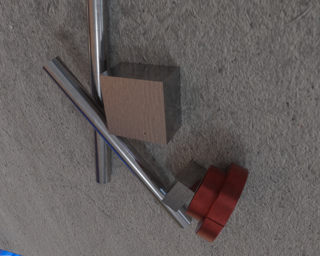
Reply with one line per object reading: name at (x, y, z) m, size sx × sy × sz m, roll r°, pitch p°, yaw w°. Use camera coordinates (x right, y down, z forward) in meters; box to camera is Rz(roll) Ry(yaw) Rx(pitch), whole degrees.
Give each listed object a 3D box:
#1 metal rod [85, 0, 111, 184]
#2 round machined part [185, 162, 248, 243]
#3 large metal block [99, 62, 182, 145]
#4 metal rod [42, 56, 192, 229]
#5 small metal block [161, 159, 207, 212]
metal rod at (-0.081, -0.041, 0.422) m, size 0.025 × 0.025 × 0.298 m, roll 17°, pitch 125°, yaw 18°
round machined part at (0.065, 0.084, 0.376) m, size 0.042 × 0.098 × 0.097 m, roll 28°, pitch 128°, yaw 10°
large metal block at (-0.021, -0.032, 0.380) m, size 0.080 × 0.050 × 0.079 m, roll 10°, pitch 123°, yaw 22°
metal rod at (-0.048, 0.031, 0.427) m, size 0.025 × 0.025 × 0.300 m, roll -23°, pitch 113°, yaw 36°
small metal block at (0.033, 0.078, 0.420) m, size 0.025 × 0.050 × 0.050 m, roll 36°, pitch 129°, yaw 4°
